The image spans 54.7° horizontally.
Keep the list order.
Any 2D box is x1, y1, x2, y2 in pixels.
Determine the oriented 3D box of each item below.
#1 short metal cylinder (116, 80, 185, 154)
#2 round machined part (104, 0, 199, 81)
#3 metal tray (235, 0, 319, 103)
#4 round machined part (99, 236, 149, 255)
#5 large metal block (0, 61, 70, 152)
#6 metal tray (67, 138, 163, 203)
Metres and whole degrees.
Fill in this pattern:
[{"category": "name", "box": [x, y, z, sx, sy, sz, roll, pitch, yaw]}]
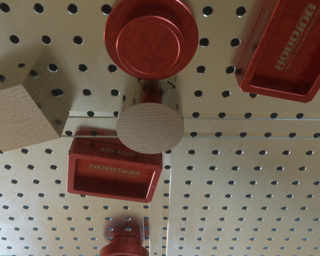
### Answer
[{"category": "short metal cylinder", "box": [-0.011, -0.014, 0.383, 0.081, 0.050, 0.079, 0, 130, 0]}, {"category": "round machined part", "box": [-0.009, -0.091, 0.323, 0.099, 0.042, 0.097, 0, 130, 0]}, {"category": "metal tray", "box": [0.147, -0.093, 0.330, 0.091, 0.030, 0.129, 9, 130, -8]}, {"category": "round machined part", "box": [-0.070, 0.250, 0.613, 0.099, 0.042, 0.097, 0, 130, 0]}, {"category": "large metal block", "box": [-0.170, -0.024, 0.373, 0.080, 0.050, 0.080, -14, 129, 11]}, {"category": "metal tray", "box": [-0.069, 0.067, 0.464, 0.131, 0.030, 0.089, 9, 130, -8]}]
